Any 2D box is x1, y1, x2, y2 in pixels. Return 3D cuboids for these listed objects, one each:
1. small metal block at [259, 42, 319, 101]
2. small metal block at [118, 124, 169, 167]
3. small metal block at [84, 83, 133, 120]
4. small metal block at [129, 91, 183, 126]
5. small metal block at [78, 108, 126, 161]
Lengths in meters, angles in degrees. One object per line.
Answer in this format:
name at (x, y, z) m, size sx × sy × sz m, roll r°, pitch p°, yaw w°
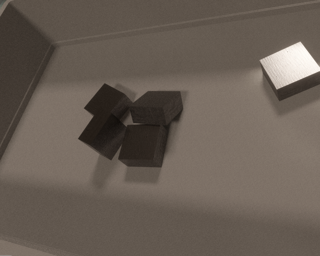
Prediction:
small metal block at (0.154, -0.067, 0.366) m, size 0.050 × 0.025 × 0.050 m, roll -24°, pitch 53°, yaw 13°
small metal block at (-0.021, 0.023, 0.401) m, size 0.050 × 0.025 × 0.050 m, roll -2°, pitch 61°, yaw 26°
small metal block at (-0.077, -0.034, 0.465) m, size 0.050 × 0.025 × 0.050 m, roll 30°, pitch 78°, yaw 37°
small metal block at (-0.004, -0.028, 0.409) m, size 0.050 × 0.025 × 0.050 m, roll 4°, pitch 31°, yaw 30°
small metal block at (-0.074, 0.009, 0.421) m, size 0.025 × 0.050 × 0.050 m, roll 22°, pitch 74°, yaw 36°
